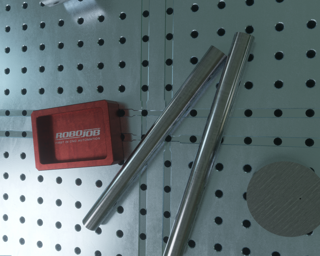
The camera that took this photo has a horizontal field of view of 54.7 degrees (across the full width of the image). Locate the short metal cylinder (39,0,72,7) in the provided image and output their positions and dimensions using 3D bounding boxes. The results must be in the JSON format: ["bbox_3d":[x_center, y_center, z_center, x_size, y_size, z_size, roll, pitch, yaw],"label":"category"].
[{"bbox_3d":[-0.146,-0.218,0.433,0.050,0.080,0.080,-12,86,19],"label":"short metal cylinder"}]

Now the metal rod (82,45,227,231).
[{"bbox_3d":[-0.013,0.021,0.416,0.025,0.025,0.299,40,102,15],"label":"metal rod"}]

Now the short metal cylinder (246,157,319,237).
[{"bbox_3d":[0.141,0.075,0.350,0.080,0.050,0.079,0,90,19],"label":"short metal cylinder"}]

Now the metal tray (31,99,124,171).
[{"bbox_3d":[-0.122,0.012,0.451,0.130,0.030,0.089,-7,88,19],"label":"metal tray"}]

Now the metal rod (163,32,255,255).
[{"bbox_3d":[0.060,0.030,0.391,0.025,0.025,0.298,19,96,18],"label":"metal rod"}]
